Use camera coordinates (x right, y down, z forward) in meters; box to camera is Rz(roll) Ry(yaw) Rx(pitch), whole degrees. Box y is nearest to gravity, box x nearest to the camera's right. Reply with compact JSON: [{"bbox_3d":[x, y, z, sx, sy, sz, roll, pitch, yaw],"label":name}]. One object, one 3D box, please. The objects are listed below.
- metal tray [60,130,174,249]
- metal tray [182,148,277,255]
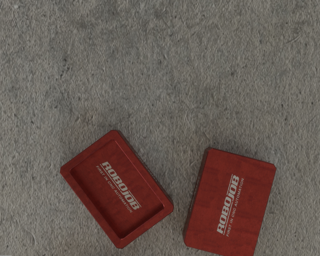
[{"bbox_3d":[-0.055,0.078,0.406,0.090,0.030,0.130,-37,90,0],"label":"metal tray"},{"bbox_3d":[0.089,0.098,0.408,0.090,0.030,0.129,15,90,0],"label":"metal tray"}]
